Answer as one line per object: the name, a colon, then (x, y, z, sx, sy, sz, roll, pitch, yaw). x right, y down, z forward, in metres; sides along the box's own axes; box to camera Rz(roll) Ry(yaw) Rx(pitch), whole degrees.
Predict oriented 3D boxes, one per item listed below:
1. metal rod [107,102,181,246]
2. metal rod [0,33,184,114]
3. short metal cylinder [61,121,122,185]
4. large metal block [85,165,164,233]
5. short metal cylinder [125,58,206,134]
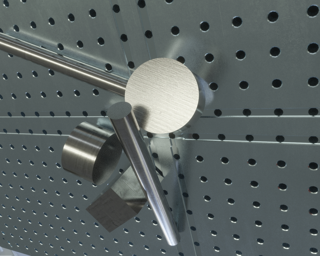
metal rod: (-0.009, 0.083, 0.409, 0.025, 0.025, 0.299, 9, 141, 23)
metal rod: (-0.105, -0.076, 0.419, 0.301, 0.025, 0.025, 22, 127, 15)
short metal cylinder: (-0.096, 0.036, 0.448, 0.050, 0.080, 0.079, 20, 126, 16)
large metal block: (-0.052, 0.098, 0.463, 0.050, 0.080, 0.080, 45, 130, -2)
short metal cylinder: (0.008, -0.034, 0.348, 0.080, 0.050, 0.080, 0, 90, 16)
